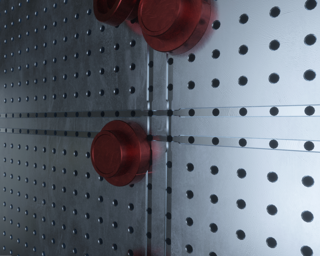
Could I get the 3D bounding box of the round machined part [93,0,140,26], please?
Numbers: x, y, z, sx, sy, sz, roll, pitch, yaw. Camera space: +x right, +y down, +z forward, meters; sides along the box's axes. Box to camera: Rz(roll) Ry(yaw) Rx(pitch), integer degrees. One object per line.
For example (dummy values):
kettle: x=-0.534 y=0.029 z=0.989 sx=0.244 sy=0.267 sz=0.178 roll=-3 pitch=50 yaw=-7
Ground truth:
round machined part: x=-0.052 y=-0.191 z=0.433 sx=0.098 sy=0.042 sz=0.098 roll=-12 pitch=74 yaw=51

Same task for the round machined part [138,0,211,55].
round machined part: x=0.011 y=-0.145 z=0.391 sx=0.098 sy=0.042 sz=0.097 roll=0 pitch=90 yaw=40

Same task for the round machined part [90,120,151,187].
round machined part: x=-0.064 y=0.037 z=0.452 sx=0.098 sy=0.042 sz=0.097 roll=0 pitch=90 yaw=40
